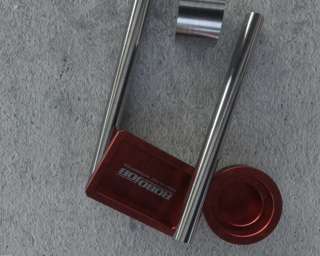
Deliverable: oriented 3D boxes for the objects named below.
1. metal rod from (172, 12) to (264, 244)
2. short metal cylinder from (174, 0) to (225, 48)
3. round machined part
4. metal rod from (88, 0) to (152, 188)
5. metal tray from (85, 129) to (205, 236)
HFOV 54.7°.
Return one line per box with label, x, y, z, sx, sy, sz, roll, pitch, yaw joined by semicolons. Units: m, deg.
metal rod;0.076;-0.007;0.388;0.025;0.025;0.299;20;81;0
short metal cylinder;0.047;-0.142;0.383;0.050;0.080;0.080;7;90;0
round machined part;0.102;0.096;0.403;0.099;0.042;0.097;0;90;0
metal rod;-0.048;-0.069;0.409;0.025;0.025;0.298;14;90;0
metal tray;-0.016;0.069;0.393;0.131;0.030;0.090;29;87;-11
